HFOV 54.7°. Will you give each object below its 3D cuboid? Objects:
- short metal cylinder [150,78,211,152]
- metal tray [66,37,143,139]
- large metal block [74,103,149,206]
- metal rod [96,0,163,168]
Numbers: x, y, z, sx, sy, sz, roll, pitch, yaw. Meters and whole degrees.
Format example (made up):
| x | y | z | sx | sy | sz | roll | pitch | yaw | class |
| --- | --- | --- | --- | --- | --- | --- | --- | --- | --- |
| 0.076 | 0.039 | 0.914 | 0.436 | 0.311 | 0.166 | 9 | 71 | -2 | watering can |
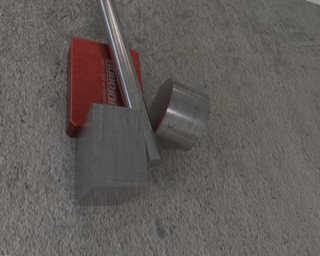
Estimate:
| x | y | z | sx | sy | sz | roll | pitch | yaw | class |
| --- | --- | --- | --- | --- | --- | --- | --- | --- | --- |
| 0.020 | -0.016 | 0.389 | 0.050 | 0.080 | 0.080 | 21 | 54 | -16 | short metal cylinder |
| -0.069 | -0.049 | 0.393 | 0.091 | 0.030 | 0.130 | 6 | 59 | -25 | metal tray |
| -0.054 | 0.031 | 0.317 | 0.050 | 0.080 | 0.080 | 6 | 63 | -25 | large metal block |
| -0.050 | -0.093 | 0.394 | 0.025 | 0.025 | 0.299 | -3 | 63 | -30 | metal rod |
